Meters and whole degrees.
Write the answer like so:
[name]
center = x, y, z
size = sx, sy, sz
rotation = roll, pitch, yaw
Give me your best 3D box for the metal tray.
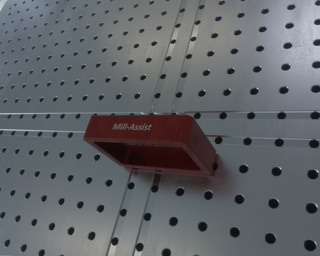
[metal tray]
center = -0.011, 0.020, 0.360
size = 0.130, 0.090, 0.030
rotation = 1, 62, 28
